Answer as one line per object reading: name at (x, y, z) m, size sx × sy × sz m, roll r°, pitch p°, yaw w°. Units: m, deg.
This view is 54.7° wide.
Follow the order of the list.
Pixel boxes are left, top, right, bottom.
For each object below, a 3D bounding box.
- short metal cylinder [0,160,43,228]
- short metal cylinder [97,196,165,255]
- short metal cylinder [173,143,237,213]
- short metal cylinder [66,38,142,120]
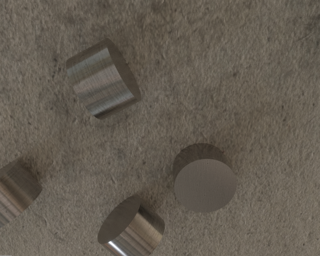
short metal cylinder at (-0.206, 0.087, 0.410) m, size 0.080 × 0.080 × 0.050 m, roll -31°, pitch 108°, yaw 10°
short metal cylinder at (-0.040, 0.142, 0.432) m, size 0.080 × 0.080 × 0.050 m, roll -39°, pitch 106°, yaw 13°
short metal cylinder at (0.058, 0.067, 0.422) m, size 0.081 × 0.050 × 0.079 m, roll 0°, pitch 110°, yaw -1°
short metal cylinder at (-0.063, -0.056, 0.359) m, size 0.050 × 0.080 × 0.080 m, roll -26°, pitch 108°, yaw 9°
